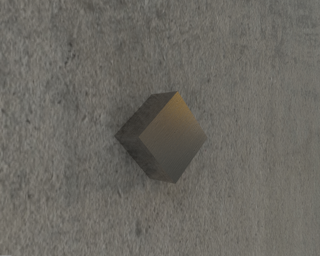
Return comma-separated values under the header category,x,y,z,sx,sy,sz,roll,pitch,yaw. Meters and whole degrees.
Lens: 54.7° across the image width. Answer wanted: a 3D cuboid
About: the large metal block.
category,x,y,z,sx,sy,sz,roll,pitch,yaw
large metal block,0.004,0.011,0.394,0.080,0.050,0.080,-51,120,-28
